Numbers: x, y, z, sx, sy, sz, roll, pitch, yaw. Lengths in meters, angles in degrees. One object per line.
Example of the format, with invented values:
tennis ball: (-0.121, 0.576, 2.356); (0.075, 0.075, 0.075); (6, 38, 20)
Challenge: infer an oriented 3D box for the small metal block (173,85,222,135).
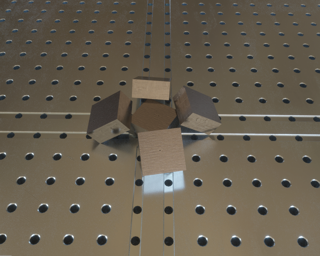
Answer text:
small metal block: (0.049, -0.023, 0.412); (0.050, 0.025, 0.050); (18, 41, -32)

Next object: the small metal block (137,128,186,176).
small metal block: (0.001, 0.028, 0.368); (0.050, 0.025, 0.050); (-7, 86, -6)

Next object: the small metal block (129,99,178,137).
small metal block: (-0.008, -0.008, 0.413); (0.050, 0.025, 0.050); (25, 54, 19)

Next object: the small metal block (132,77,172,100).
small metal block: (-0.010, -0.057, 0.439); (0.050, 0.025, 0.050); (5, 14, 4)

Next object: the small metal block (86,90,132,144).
small metal block: (-0.065, -0.014, 0.404); (0.050, 0.025, 0.050); (-24, 45, 25)
